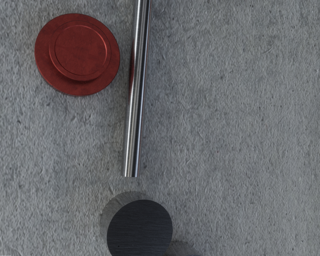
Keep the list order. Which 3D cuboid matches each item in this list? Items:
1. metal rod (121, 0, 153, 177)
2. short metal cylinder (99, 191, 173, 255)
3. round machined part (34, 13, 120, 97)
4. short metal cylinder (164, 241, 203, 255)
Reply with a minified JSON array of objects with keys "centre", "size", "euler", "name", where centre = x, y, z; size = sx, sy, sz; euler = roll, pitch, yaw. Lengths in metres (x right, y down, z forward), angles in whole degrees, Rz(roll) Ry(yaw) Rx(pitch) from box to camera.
[{"centre":[-0.027,-0.088,0.399],"size":[0.025,0.025,0.298],"euler":[5,88,-20],"name":"metal rod"},{"centre":[-0.031,0.123,0.385],"size":[0.081,0.050,0.079],"euler":[0,90,-21],"name":"short metal cylinder"},{"centre":[-0.095,-0.087,0.365],"size":[0.099,0.042,0.097],"euler":[0,90,-21],"name":"round machined part"},{"centre":[0.028,0.197,0.408],"size":[0.081,0.050,0.079],"euler":[0,90,-21],"name":"short metal cylinder"}]
